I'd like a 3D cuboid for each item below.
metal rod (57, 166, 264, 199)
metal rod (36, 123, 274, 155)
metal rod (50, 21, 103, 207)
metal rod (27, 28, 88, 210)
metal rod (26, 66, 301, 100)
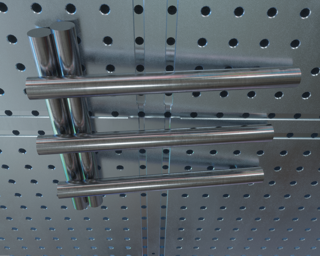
[{"bbox_3d":[0.005,0.080,0.461,0.302,0.025,0.025,-3,131,-6],"label":"metal rod"},{"bbox_3d":[-0.001,0.014,0.403,0.302,0.025,0.025,-3,131,-6],"label":"metal rod"},{"bbox_3d":[-0.104,0.008,0.416,0.025,0.025,0.298,1,130,-1],"label":"metal rod"},{"bbox_3d":[-0.129,0.013,0.420,0.025,0.025,0.298,1,130,-1],"label":"metal rod"},{"bbox_3d":[0.009,-0.052,0.349,0.302,0.025,0.025,-3,130,-6],"label":"metal rod"}]
